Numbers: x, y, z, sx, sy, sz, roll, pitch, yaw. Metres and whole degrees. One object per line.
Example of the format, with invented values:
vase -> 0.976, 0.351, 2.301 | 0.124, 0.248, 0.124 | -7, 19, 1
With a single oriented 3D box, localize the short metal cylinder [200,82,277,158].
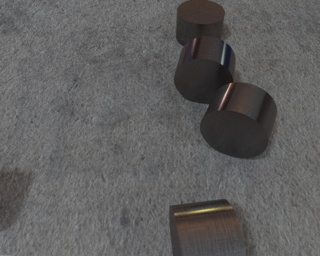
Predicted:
short metal cylinder -> 0.095, -0.008, 0.376 | 0.080, 0.080, 0.050 | 20, 53, 15

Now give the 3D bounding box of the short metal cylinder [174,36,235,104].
short metal cylinder -> 0.064, -0.080, 0.436 | 0.080, 0.080, 0.050 | 9, 51, 7

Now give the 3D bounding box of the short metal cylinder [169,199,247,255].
short metal cylinder -> 0.039, 0.107, 0.278 | 0.050, 0.080, 0.080 | -6, 50, -5

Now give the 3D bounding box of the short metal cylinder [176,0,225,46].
short metal cylinder -> 0.069, -0.181, 0.540 | 0.081, 0.050, 0.080 | 0, 50, 0
